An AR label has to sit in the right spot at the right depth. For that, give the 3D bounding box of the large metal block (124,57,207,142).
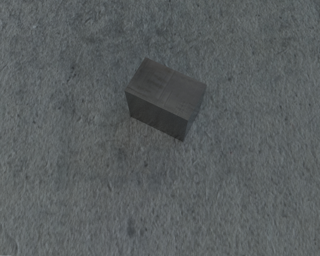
[{"bbox_3d":[0.007,-0.033,0.391,0.080,0.080,0.050,26,72,9],"label":"large metal block"}]
